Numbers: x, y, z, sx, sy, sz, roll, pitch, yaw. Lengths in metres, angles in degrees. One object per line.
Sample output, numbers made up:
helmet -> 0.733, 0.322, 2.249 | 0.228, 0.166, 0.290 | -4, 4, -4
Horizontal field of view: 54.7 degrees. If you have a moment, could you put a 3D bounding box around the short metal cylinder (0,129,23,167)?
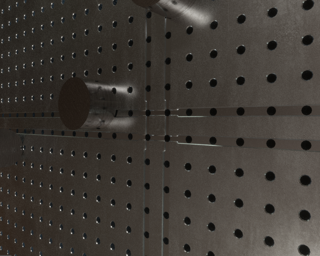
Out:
short metal cylinder -> -0.339, 0.043, 0.649 | 0.050, 0.081, 0.080 | -6, 86, 39

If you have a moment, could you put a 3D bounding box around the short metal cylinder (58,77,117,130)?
short metal cylinder -> -0.114, -0.037, 0.485 | 0.080, 0.050, 0.079 | 0, 90, 39

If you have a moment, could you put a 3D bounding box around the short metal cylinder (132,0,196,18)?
short metal cylinder -> 0.005, -0.185, 0.387 | 0.080, 0.050, 0.079 | 0, 90, 39
